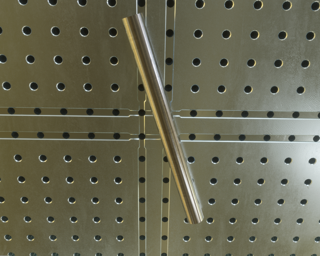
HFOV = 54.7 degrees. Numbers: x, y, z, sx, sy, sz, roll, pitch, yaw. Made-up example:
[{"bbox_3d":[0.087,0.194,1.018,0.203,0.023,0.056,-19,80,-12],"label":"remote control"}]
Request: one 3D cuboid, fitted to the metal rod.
[{"bbox_3d":[0.010,0.002,0.414,0.025,0.025,0.298,-16,110,5],"label":"metal rod"}]
